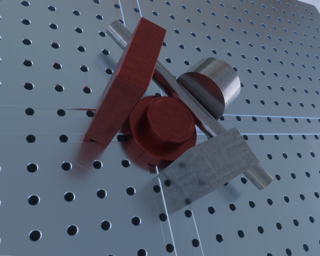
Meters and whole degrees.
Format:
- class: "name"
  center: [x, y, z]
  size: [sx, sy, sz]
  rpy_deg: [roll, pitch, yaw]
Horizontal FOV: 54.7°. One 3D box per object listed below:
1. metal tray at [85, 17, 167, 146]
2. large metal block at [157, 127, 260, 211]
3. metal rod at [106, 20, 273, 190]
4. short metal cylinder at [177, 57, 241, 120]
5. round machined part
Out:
- class: "metal tray"
  center: [-0.041, -0.047, 0.349]
  size: [0.030, 0.129, 0.090]
  rpy_deg: [25, 53, -14]
- class: "large metal block"
  center: [0.057, 0.049, 0.375]
  size: [0.081, 0.080, 0.050]
  rpy_deg: [-21, 73, -36]
- class: "metal rod"
  center: [0.038, -0.033, 0.423]
  size: [0.300, 0.025, 0.025]
  rpy_deg: [46, 51, 4]
- class: "short metal cylinder"
  center: [0.067, -0.054, 0.442]
  size: [0.080, 0.080, 0.050]
  rpy_deg: [45, 51, 2]
- class: "round machined part"
  center: [0.006, -0.002, 0.403]
  size: [0.099, 0.042, 0.098]
  rpy_deg: [14, 56, -21]
